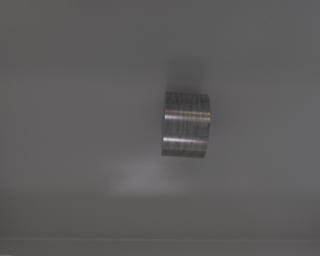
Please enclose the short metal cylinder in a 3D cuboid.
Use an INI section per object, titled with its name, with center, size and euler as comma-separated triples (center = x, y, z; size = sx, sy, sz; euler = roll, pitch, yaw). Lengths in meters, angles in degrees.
[short metal cylinder]
center = 0.029, -0.004, 0.381
size = 0.050, 0.080, 0.079
euler = 4, 110, -1
